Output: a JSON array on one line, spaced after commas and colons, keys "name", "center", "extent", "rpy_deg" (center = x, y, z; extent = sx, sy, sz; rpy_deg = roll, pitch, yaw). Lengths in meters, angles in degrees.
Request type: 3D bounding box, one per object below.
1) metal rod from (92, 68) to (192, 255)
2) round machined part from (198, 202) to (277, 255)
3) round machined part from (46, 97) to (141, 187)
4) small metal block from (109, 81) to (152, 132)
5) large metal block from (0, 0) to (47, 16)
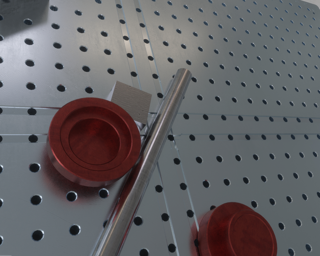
[{"name": "metal rod", "center": [-0.010, 0.027, 0.386], "extent": [0.025, 0.025, 0.300], "rpy_deg": [31, 52, -9]}, {"name": "round machined part", "center": [0.098, 0.136, 0.367], "extent": [0.099, 0.042, 0.098], "rpy_deg": [14, 56, -21]}, {"name": "round machined part", "center": [-0.074, 0.018, 0.344], "extent": [0.099, 0.042, 0.098], "rpy_deg": [12, 59, -21]}, {"name": "small metal block", "center": [-0.042, -0.027, 0.402], "extent": [0.050, 0.025, 0.050], "rpy_deg": [20, 54, -16]}, {"name": "large metal block", "center": [-0.202, -0.205, 0.408], "extent": [0.080, 0.050, 0.080], "rpy_deg": [45, 51, 3]}]
